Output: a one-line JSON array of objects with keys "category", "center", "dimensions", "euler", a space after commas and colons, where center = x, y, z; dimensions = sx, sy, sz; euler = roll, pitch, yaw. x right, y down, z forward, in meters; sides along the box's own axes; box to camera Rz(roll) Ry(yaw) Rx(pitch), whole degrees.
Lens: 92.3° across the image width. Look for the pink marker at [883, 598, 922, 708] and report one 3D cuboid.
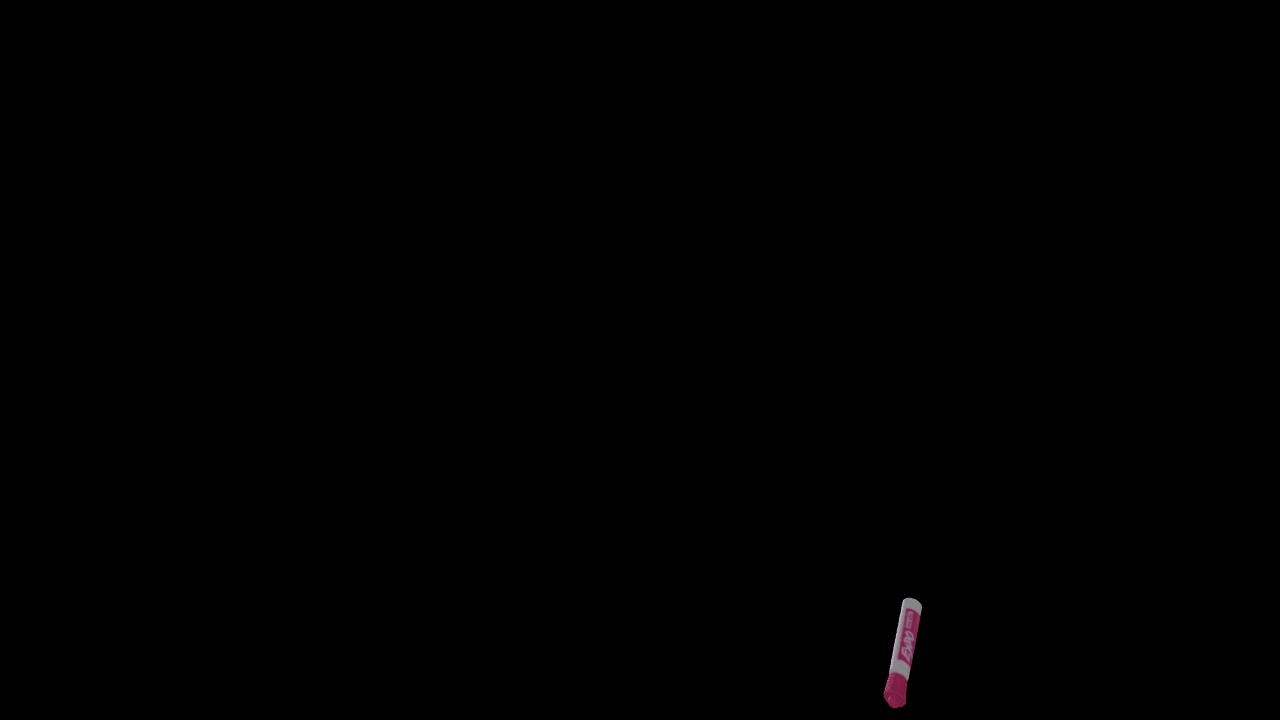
[{"category": "pink marker", "center": [0.253, 0.279, 0.590], "dimensions": [0.020, 0.020, 0.121], "euler": [0, 26, 32]}]
